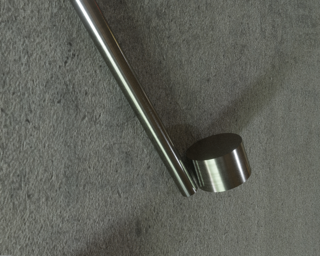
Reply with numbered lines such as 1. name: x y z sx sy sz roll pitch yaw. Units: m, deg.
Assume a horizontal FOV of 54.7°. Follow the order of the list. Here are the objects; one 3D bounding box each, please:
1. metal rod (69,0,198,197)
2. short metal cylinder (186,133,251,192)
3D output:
1. metal rod: -0.025 -0.031 0.385 0.025 0.025 0.299 -44 117 -31
2. short metal cylinder: 0.084 0.047 0.442 0.081 0.080 0.050 -33 111 -35
